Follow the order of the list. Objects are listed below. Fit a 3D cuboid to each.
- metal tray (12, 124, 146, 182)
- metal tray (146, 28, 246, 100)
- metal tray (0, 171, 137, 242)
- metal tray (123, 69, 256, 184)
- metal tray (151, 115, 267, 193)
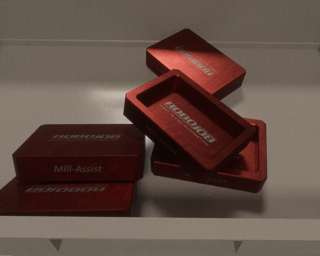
[{"bbox_3d":[-0.083,0.025,0.354,0.131,0.030,0.090,0,21,-1],"label":"metal tray"},{"bbox_3d":[0.052,-0.093,0.473,0.091,0.030,0.130,-34,63,-24],"label":"metal tray"},{"bbox_3d":[-0.091,0.074,0.307,0.131,0.030,0.090,-1,13,-1],"label":"metal tray"},{"bbox_3d":[0.032,-0.008,0.360,0.130,0.030,0.091,41,53,21],"label":"metal tray"},{"bbox_3d":[0.061,0.024,0.382,0.131,0.030,0.090,9,50,7],"label":"metal tray"}]
